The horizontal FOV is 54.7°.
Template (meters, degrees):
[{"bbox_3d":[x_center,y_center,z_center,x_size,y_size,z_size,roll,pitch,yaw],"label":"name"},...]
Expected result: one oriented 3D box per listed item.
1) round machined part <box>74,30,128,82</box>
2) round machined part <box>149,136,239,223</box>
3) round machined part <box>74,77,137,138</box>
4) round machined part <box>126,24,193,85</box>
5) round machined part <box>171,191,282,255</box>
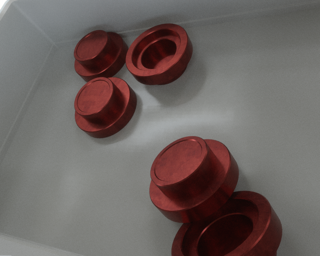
[{"bbox_3d":[-0.107,-0.128,0.530,0.098,0.042,0.098,-13,56,21],"label":"round machined part"},{"bbox_3d":[0.029,0.046,0.329,0.098,0.042,0.098,-27,30,17],"label":"round machined part"},{"bbox_3d":[-0.088,-0.037,0.464,0.098,0.042,0.098,-13,56,21],"label":"round machined part"},{"bbox_3d":[0.002,-0.103,0.457,0.098,0.042,0.098,-13,56,21],"label":"round machined part"},{"bbox_3d":[0.063,0.104,0.277,0.098,0.042,0.098,-32,11,7],"label":"round machined part"}]
